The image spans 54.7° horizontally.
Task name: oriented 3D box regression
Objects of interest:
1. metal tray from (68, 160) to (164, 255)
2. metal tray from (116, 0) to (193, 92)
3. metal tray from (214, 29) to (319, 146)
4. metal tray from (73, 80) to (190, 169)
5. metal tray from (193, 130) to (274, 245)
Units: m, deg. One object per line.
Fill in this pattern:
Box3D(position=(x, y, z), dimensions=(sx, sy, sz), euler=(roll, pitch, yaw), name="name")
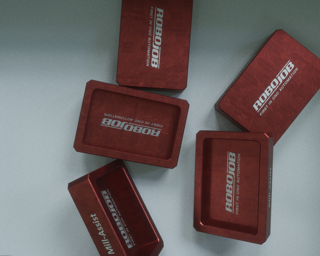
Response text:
Box3D(position=(-0.048, 0.108, 0.373), dimensions=(0.030, 0.090, 0.130), euler=(-27, 88, 19), name="metal tray")
Box3D(position=(-0.007, -0.115, 0.409), dimensions=(0.091, 0.030, 0.129), euler=(4, 90, 0), name="metal tray")
Box3D(position=(0.147, -0.051, 0.410), dimensions=(0.090, 0.030, 0.130), euler=(38, 90, 0), name="metal tray")
Box3D(position=(-0.036, -0.004, 0.399), dimensions=(0.131, 0.030, 0.089), euler=(11, 90, -9), name="metal tray")
Box3D(position=(0.091, 0.069, 0.388), dimensions=(0.090, 0.030, 0.129), euler=(2, 91, 29), name="metal tray")
